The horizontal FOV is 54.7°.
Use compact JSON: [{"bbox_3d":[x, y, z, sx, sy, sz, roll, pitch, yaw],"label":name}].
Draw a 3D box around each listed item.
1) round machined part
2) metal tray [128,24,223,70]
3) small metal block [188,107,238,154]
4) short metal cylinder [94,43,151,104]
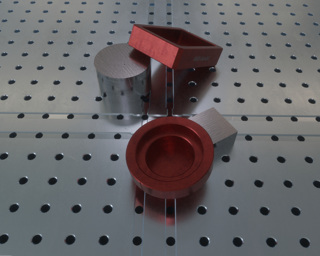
[{"bbox_3d":[0.013,0.037,0.360,0.099,0.042,0.098,-3,53,5],"label":"round machined part"},{"bbox_3d":[0.027,-0.124,0.471,0.090,0.030,0.131,34,30,25],"label":"metal tray"},{"bbox_3d":[0.063,0.006,0.403,0.050,0.025,0.050,-25,55,-20],"label":"small metal block"},{"bbox_3d":[-0.053,-0.081,0.459,0.081,0.050,0.080,0,50,0],"label":"short metal cylinder"}]
